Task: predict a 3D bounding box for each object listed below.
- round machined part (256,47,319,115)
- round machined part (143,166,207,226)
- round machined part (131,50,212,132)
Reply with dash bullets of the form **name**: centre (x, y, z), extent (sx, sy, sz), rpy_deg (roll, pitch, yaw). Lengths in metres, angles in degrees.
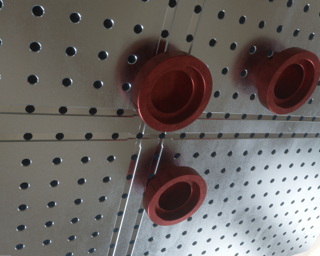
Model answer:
- **round machined part**: centre (0.184, -0.072, 0.459), extent (0.099, 0.042, 0.097), rpy_deg (-14, 125, -21)
- **round machined part**: centre (0.019, 0.098, 0.473), extent (0.099, 0.042, 0.097), rpy_deg (-14, 125, -21)
- **round machined part**: centre (0.011, -0.047, 0.379), extent (0.099, 0.042, 0.097), rpy_deg (-14, 125, -21)
